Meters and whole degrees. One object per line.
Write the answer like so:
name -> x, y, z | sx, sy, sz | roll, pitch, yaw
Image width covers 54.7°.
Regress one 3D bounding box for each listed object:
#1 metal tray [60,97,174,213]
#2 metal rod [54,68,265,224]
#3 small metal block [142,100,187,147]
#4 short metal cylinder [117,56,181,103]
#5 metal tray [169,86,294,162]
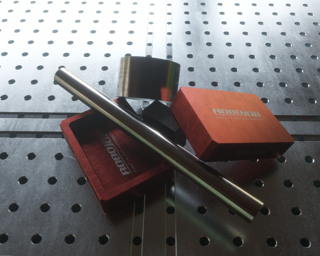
metal tray -> -0.054, 0.026, 0.377 | 0.091, 0.030, 0.130 | -25, 55, -20
metal rod -> -0.020, 0.006, 0.359 | 0.300, 0.025, 0.025 | 34, 58, 25
small metal block -> 0.006, 0.000, 0.385 | 0.050, 0.050, 0.025 | 33, 58, 25
short metal cylinder -> -0.015, -0.062, 0.411 | 0.080, 0.080, 0.050 | 6, 92, 5
metal tray -> 0.087, -0.005, 0.371 | 0.131, 0.030, 0.090 | 1, 45, -32
